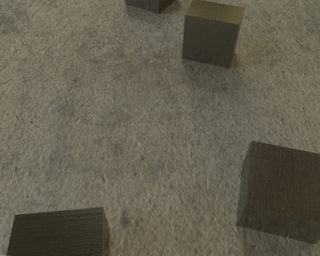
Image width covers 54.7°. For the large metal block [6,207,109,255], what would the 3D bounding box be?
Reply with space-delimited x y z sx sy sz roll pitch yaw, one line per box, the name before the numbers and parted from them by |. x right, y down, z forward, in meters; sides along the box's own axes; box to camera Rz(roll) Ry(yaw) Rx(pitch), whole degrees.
large metal block | -0.090 0.124 0.282 0.081 0.050 0.080 -4 50 -4

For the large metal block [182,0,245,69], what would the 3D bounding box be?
large metal block | 0.083 -0.150 0.495 0.080 0.080 0.050 15 52 12

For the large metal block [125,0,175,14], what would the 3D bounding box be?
large metal block | -0.016 -0.280 0.622 0.080 0.050 0.080 25 54 19

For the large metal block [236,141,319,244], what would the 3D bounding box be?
large metal block | 0.131 0.067 0.332 0.080 0.050 0.080 11 51 9
